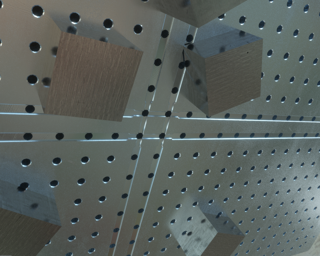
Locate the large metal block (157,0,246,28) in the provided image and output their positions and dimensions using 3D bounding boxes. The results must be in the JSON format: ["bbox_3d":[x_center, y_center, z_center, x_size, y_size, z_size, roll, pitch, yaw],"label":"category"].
[{"bbox_3d":[0.044,-0.150,0.308,0.080,0.080,0.050,-32,129,-8],"label":"large metal block"}]

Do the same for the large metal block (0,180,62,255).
[{"bbox_3d":[-0.180,0.118,0.370,0.080,0.050,0.080,-49,129,6],"label":"large metal block"}]

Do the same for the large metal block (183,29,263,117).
[{"bbox_3d":[0.081,-0.072,0.397,0.081,0.050,0.080,-22,127,-16],"label":"large metal block"}]

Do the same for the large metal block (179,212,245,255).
[{"bbox_3d":[0.098,0.211,0.582,0.080,0.050,0.080,21,107,-37],"label":"large metal block"}]

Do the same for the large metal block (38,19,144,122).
[{"bbox_3d":[-0.074,-0.057,0.320,0.081,0.050,0.079,6,115,-32],"label":"large metal block"}]
